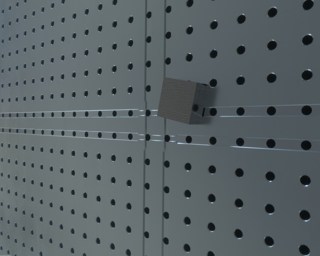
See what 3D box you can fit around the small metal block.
[{"bbox_3d":[0.027,-0.034,0.385,0.050,0.025,0.050,17,101,38],"label":"small metal block"}]
